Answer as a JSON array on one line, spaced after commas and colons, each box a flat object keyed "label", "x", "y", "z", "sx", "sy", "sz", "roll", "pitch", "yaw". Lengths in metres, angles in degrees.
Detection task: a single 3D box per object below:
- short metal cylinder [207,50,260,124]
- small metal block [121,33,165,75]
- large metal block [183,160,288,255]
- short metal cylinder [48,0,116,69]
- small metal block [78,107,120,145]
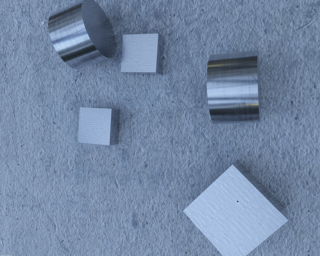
[{"label": "short metal cylinder", "x": 0.086, "y": -0.045, "z": 0.350, "sx": 0.050, "sy": 0.080, "sz": 0.080, "roll": -2, "pitch": 90, "yaw": 20}, {"label": "small metal block", "x": -0.023, "y": -0.098, "z": 0.417, "sx": 0.050, "sy": 0.025, "sz": 0.050, "roll": 4, "pitch": 91, "yaw": 19}, {"label": "large metal block", "x": 0.089, "y": 0.096, "z": 0.364, "sx": 0.080, "sy": 0.050, "sz": 0.080, "roll": 47, "pitch": 104, "yaw": 14}, {"label": "short metal cylinder", "x": -0.102, "y": -0.125, "z": 0.416, "sx": 0.050, "sy": 0.080, "sz": 0.080, "roll": -15, "pitch": 85, "yaw": 19}, {"label": "small metal block", "x": -0.086, "y": -0.003, "z": 0.439, "sx": 0.050, "sy": 0.025, "sz": 0.050, "roll": 4, "pitch": 91, "yaw": 19}]
